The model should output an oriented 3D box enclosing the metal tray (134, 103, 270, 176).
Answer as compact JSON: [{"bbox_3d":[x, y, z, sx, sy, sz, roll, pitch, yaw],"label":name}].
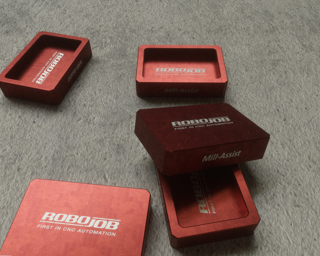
[{"bbox_3d":[0.047,0.007,0.358,0.131,0.030,0.090,-6,32,-25],"label":"metal tray"}]

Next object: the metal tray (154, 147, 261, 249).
[{"bbox_3d":[0.045,0.060,0.349,0.091,0.030,0.130,-8,50,-7],"label":"metal tray"}]

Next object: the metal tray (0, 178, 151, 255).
[{"bbox_3d":[-0.079,0.103,0.313,0.131,0.030,0.090,5,50,4],"label":"metal tray"}]

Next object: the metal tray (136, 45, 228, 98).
[{"bbox_3d":[0.031,-0.088,0.473,0.131,0.030,0.090,0,50,0],"label":"metal tray"}]

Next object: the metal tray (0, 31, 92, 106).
[{"bbox_3d":[-0.173,-0.096,0.479,0.090,0.030,0.130,12,51,9],"label":"metal tray"}]
